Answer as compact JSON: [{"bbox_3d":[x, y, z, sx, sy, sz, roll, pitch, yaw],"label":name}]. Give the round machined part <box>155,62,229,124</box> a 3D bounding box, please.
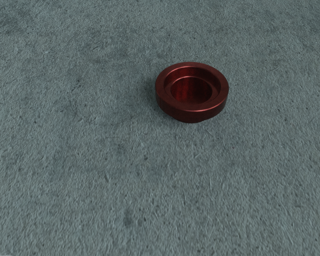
[{"bbox_3d":[0.043,-0.045,0.430,0.099,0.042,0.098,0,50,0],"label":"round machined part"}]
